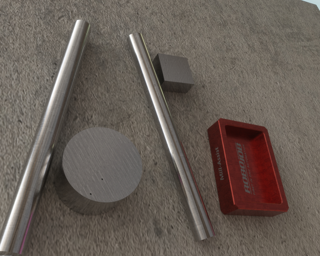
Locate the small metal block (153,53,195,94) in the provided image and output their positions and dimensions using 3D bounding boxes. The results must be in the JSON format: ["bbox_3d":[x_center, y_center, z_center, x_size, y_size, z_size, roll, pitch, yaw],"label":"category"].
[{"bbox_3d":[0.019,-0.082,0.466,0.050,0.025,0.050,2,61,-28],"label":"small metal block"}]

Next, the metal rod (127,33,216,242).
[{"bbox_3d":[0.007,-0.004,0.411,0.025,0.025,0.299,-5,64,-31],"label":"metal rod"}]

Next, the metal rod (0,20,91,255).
[{"bbox_3d":[-0.119,-0.016,0.349,0.025,0.025,0.300,18,55,-19],"label":"metal rod"}]

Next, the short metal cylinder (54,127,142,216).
[{"bbox_3d":[-0.065,0.046,0.326,0.081,0.050,0.080,14,56,-21],"label":"short metal cylinder"}]

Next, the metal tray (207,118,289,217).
[{"bbox_3d":[0.121,0.054,0.434,0.091,0.030,0.130,10,58,-24],"label":"metal tray"}]
